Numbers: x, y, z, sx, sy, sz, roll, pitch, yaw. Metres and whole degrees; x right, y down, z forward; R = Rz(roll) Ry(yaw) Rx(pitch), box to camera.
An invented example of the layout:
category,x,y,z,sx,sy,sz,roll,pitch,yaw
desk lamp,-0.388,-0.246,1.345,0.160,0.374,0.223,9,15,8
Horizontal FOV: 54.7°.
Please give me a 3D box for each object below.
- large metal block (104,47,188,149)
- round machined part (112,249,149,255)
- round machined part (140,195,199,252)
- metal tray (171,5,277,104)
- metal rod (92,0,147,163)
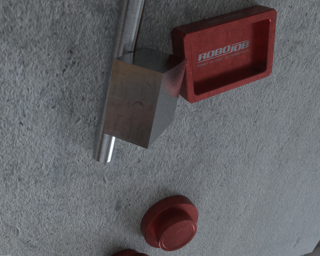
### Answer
category,x,y,z,sx,sy,sz,roll,pitch,yaw
large metal block,-0.014,-0.036,0.334,0.080,0.050,0.079,-46,152,-60
round machined part,-0.058,0.242,0.514,0.099,0.042,0.097,-14,124,-21
round machined part,0.021,0.162,0.508,0.099,0.042,0.097,-14,124,-21
metal tray,0.082,-0.093,0.390,0.131,0.030,0.089,-20,126,-17
metal rod,-0.036,-0.094,0.328,0.025,0.025,0.298,1,118,-29
